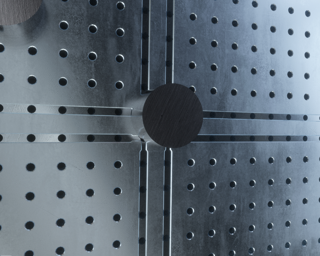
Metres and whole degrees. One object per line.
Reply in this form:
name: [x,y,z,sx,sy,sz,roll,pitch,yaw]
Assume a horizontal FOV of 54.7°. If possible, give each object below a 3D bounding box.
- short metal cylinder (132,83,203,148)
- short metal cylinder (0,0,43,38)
short metal cylinder: [0.009,-0.015,0.402,0.081,0.050,0.079,0,90,-20]
short metal cylinder: [-0.170,-0.144,0.336,0.081,0.050,0.079,0,90,-20]
